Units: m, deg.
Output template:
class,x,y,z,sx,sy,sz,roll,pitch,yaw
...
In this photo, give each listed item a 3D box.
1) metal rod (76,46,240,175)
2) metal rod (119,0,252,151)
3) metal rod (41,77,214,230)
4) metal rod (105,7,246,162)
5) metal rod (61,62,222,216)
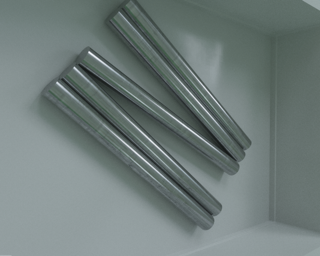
class,x,y,z,sx,sy,sz,roll,pitch,yaw
metal rod,0.017,-0.006,0.419,0.301,0.025,0.025,35,68,-34
metal rod,0.051,-0.061,0.447,0.300,0.025,0.025,44,64,-31
metal rod,-0.020,0.050,0.388,0.300,0.025,0.025,45,63,-31
metal rod,0.038,-0.042,0.436,0.300,0.025,0.025,44,64,-31
metal rod,-0.006,0.032,0.400,0.300,0.025,0.025,45,63,-31
